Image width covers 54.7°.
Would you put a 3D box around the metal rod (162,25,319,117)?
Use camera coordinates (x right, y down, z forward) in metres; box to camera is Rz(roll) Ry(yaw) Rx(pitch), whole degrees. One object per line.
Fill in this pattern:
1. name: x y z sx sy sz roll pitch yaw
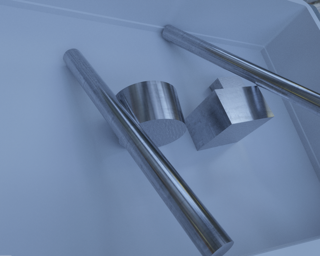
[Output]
1. metal rod: 0.119 -0.084 0.439 0.300 0.025 0.025 35 45 30

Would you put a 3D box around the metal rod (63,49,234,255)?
1. metal rod: -0.035 0.000 0.316 0.025 0.025 0.300 -12 46 -34

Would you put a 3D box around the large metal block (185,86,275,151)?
1. large metal block: 0.094 -0.013 0.431 0.081 0.080 0.050 -9 67 -32

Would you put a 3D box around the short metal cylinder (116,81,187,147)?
1. short metal cylinder: -0.013 -0.013 0.373 0.081 0.080 0.050 1 61 -28

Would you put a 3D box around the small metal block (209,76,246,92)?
1. small metal block: 0.117 -0.056 0.505 0.050 0.025 0.050 -12 68 -33
